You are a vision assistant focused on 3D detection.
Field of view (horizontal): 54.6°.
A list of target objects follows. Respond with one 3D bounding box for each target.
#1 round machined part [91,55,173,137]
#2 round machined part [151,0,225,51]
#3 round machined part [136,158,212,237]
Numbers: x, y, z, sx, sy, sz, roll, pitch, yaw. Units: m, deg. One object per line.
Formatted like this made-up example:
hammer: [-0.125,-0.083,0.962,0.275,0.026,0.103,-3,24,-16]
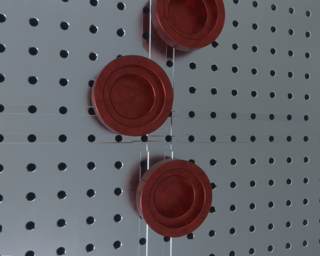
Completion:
round machined part: [-0.036,-0.039,0.390,0.099,0.042,0.097,0,90,-20]
round machined part: [0.034,-0.151,0.415,0.099,0.042,0.097,0,90,-20]
round machined part: [0.016,0.089,0.409,0.099,0.042,0.097,0,90,-20]
